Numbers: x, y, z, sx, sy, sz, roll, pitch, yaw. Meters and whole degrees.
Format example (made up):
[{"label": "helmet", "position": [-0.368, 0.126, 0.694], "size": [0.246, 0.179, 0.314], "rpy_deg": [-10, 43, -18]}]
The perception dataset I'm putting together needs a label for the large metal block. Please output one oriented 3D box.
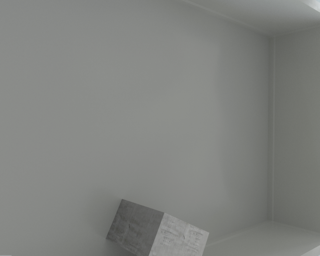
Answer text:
[{"label": "large metal block", "position": [-0.003, 0.129, 0.371], "size": [0.080, 0.080, 0.050], "rpy_deg": [34, 69, -35]}]
